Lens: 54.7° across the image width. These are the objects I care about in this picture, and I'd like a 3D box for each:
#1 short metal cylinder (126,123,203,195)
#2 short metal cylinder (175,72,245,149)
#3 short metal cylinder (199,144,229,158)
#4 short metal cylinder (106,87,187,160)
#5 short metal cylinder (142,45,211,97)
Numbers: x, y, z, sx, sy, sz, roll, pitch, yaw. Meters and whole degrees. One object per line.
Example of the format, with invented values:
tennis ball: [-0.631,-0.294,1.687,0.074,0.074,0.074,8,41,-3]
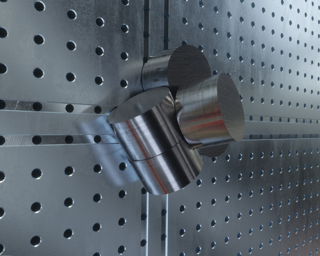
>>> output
short metal cylinder: [0.006,0.036,0.380,0.080,0.080,0.050,-41,116,-32]
short metal cylinder: [0.060,-0.019,0.362,0.080,0.050,0.080,28,55,-51]
short metal cylinder: [0.057,0.001,0.442,0.081,0.050,0.079,0,90,-40]
short metal cylinder: [-0.015,-0.006,0.363,0.080,0.080,0.050,-41,116,-32]
short metal cylinder: [0.023,-0.066,0.413,0.081,0.050,0.079,0,90,-40]
